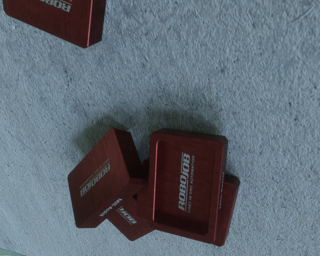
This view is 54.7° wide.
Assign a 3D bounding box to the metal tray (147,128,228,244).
[{"bbox_3d":[0.032,0.070,0.388,0.090,0.030,0.129,8,103,21],"label":"metal tray"}]

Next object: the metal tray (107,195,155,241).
[{"bbox_3d":[-0.062,0.121,0.511,0.130,0.030,0.090,46,129,-4],"label":"metal tray"}]

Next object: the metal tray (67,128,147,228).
[{"bbox_3d":[-0.081,0.073,0.442,0.129,0.030,0.090,-44,50,28],"label":"metal tray"}]

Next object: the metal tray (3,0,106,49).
[{"bbox_3d":[-0.129,-0.162,0.371,0.130,0.030,0.089,25,128,12],"label":"metal tray"}]

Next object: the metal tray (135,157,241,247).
[{"bbox_3d":[0.035,0.096,0.427,0.130,0.030,0.089,14,105,20],"label":"metal tray"}]
